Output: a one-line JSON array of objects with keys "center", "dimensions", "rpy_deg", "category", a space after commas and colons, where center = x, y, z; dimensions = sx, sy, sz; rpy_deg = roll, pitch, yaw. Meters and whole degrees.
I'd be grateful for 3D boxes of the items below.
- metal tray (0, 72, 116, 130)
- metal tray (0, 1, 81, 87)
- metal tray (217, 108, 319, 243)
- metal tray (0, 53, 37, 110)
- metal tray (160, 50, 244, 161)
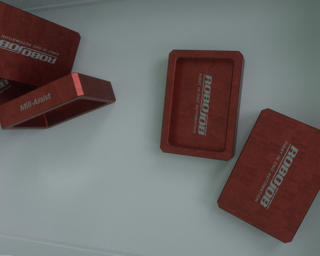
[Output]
[{"center": [-0.138, -0.032, 0.423], "dimensions": [0.130, 0.090, 0.030], "rpy_deg": [-19, 84, 18], "category": "metal tray"}, {"center": [-0.180, -0.106, 0.416], "dimensions": [0.030, 0.131, 0.089], "rpy_deg": [23, 99, 42], "category": "metal tray"}, {"center": [0.135, 0.053, 0.360], "dimensions": [0.090, 0.030, 0.129], "rpy_deg": [26, 98, 17], "category": "metal tray"}, {"center": [-0.249, -0.049, 0.432], "dimensions": [0.130, 0.090, 0.030], "rpy_deg": [-39, 50, -15], "category": "metal tray"}, {"center": [0.053, -0.030, 0.388], "dimensions": [0.090, 0.030, 0.129], "rpy_deg": [6, 92, 19], "category": "metal tray"}]
